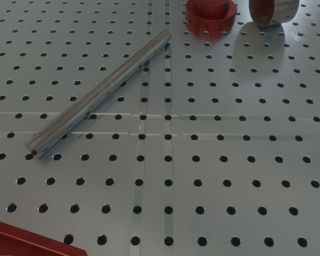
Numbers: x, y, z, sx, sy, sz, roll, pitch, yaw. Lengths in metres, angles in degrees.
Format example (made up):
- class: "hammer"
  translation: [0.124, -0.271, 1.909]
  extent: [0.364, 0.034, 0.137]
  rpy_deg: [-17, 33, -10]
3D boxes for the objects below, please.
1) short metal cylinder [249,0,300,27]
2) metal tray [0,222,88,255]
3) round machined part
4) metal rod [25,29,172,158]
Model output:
- class: "short metal cylinder"
  translation: [0.207, -0.230, 0.568]
  extent: [0.050, 0.080, 0.080]
  rpy_deg: [-15, 52, -13]
- class: "metal tray"
  translation: [-0.141, 0.142, 0.283]
  extent: [0.131, 0.030, 0.090]
  rpy_deg: [14, 51, 11]
- class: "round machined part"
  translation: [0.099, -0.234, 0.594]
  extent: [0.099, 0.042, 0.098]
  rpy_deg: [0, 50, 0]
- class: "metal rod"
  translation: [-0.074, -0.068, 0.463]
  extent: [0.025, 0.025, 0.301]
  rpy_deg: [27, 55, 21]
